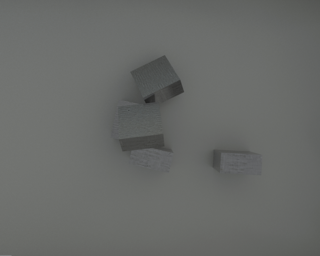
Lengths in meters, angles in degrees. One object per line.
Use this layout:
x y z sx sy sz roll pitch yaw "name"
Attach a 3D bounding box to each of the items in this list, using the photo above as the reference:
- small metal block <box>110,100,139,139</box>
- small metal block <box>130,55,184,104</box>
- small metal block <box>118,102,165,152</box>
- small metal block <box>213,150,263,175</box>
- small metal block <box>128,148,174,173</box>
-0.034 -0.007 0.411 0.050 0.025 0.050 12 90 -1 "small metal block"
-0.004 -0.060 0.399 0.050 0.025 0.050 -26 55 -1 "small metal block"
-0.023 -0.002 0.373 0.050 0.025 0.050 -7 52 -1 "small metal block"
0.098 0.044 0.400 0.050 0.050 0.025 3 90 -1 "small metal block"
-0.011 0.036 0.399 0.050 0.050 0.025 13 91 -1 "small metal block"
